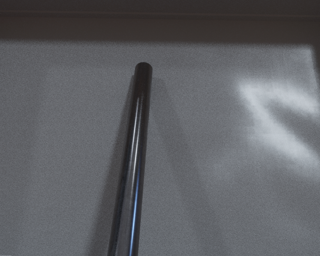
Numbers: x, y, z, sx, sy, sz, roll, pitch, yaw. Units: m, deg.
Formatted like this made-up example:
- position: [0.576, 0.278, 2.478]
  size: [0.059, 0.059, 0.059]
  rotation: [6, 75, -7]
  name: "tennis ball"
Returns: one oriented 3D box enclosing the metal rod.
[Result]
- position: [-0.027, 0.023, 0.336]
  size: [0.025, 0.025, 0.300]
  rotation: [2, 45, 0]
  name: "metal rod"
